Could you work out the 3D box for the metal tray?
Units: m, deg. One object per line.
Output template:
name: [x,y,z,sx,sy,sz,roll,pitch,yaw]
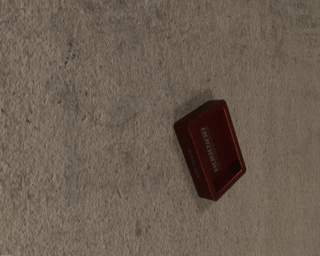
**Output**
metal tray: [0.080,0.032,0.470,0.091,0.030,0.129,-33,111,-35]
